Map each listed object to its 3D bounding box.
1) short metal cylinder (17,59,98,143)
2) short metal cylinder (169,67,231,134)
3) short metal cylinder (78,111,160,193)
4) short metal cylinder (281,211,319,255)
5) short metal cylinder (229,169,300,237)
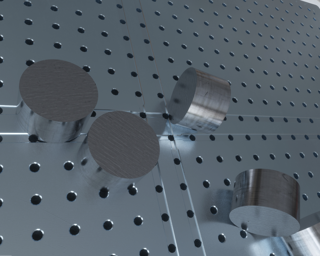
[{"bbox_3d":[-0.116,-0.030,0.348,0.081,0.050,0.080,14,56,-21],"label":"short metal cylinder"},{"bbox_3d":[0.052,-0.037,0.423,0.050,0.080,0.080,17,55,-19],"label":"short metal cylinder"},{"bbox_3d":[-0.047,0.028,0.350,0.081,0.050,0.080,13,56,-21],"label":"short metal cylinder"},{"bbox_3d":[0.202,0.143,0.394,0.081,0.080,0.050,-16,70,-34],"label":"short metal cylinder"},{"bbox_3d":[0.131,0.094,0.385,0.080,0.080,0.050,28,52,-11],"label":"short metal cylinder"}]
